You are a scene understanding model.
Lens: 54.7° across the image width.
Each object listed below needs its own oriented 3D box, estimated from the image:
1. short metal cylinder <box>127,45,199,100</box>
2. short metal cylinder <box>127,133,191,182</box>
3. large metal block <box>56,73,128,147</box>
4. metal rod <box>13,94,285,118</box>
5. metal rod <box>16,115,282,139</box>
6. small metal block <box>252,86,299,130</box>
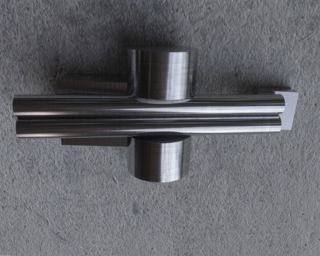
[{"bbox_3d":[0.003,-0.067,0.357,0.081,0.080,0.050,1,110,-1],"label":"short metal cylinder"},{"bbox_3d":[-0.001,0.027,0.391,0.081,0.080,0.050,1,110,-1],"label":"short metal cylinder"},{"bbox_3d":[-0.079,-0.024,0.388,0.081,0.050,0.079,2,110,-1],"label":"large metal block"},{"bbox_3d":[-0.004,-0.026,0.354,0.302,0.025,0.025,-1,110,-8],"label":"metal rod"},{"bbox_3d":[-0.005,-0.003,0.362,0.302,0.025,0.025,-1,110,-8],"label":"metal rod"},{"bbox_3d":[0.146,-0.026,0.403,0.050,0.025,0.050,3,110,-1],"label":"small metal block"}]
